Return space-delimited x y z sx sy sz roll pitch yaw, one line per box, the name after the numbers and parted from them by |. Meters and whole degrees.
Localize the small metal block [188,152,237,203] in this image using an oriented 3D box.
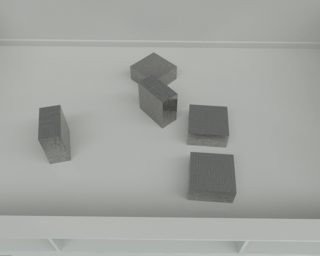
0.059 0.057 0.358 0.050 0.025 0.050 4 50 3 | small metal block

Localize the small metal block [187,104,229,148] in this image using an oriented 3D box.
0.063 -0.003 0.408 0.050 0.025 0.050 4 50 3 | small metal block

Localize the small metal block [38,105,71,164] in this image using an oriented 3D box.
-0.129 0.008 0.381 0.025 0.050 0.050 -10 51 -8 | small metal block

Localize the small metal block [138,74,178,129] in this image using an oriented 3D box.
-0.003 -0.036 0.419 0.025 0.050 0.050 -33 58 -24 | small metal block

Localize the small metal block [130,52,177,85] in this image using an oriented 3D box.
-0.010 -0.085 0.476 0.050 0.025 0.050 37 59 27 | small metal block
